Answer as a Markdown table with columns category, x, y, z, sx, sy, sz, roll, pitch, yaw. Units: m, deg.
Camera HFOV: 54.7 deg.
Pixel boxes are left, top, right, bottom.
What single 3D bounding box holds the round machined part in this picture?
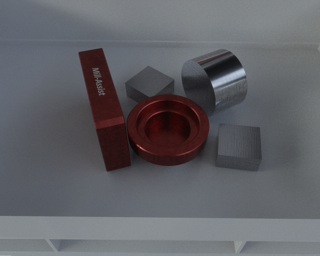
| category | x | y | z | sx | sy | sz | roll | pitch | yaw |
| --- | --- | --- | --- | --- | --- | --- | --- | --- | --- |
| round machined part | 0.009 | 0.007 | 0.385 | 0.099 | 0.042 | 0.098 | 0 | 50 | 0 |

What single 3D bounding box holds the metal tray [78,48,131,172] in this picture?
| category | x | y | z | sx | sy | sz | roll | pitch | yaw |
| --- | --- | --- | --- | --- | --- | --- | --- | --- | --- |
| metal tray | -0.068 | -0.024 | 0.380 | 0.030 | 0.089 | 0.130 | -13 | 51 | -11 |

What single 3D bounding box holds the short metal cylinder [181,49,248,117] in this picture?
| category | x | y | z | sx | sy | sz | roll | pitch | yaw |
| --- | --- | --- | --- | --- | --- | --- | --- | --- | --- |
| short metal cylinder | 0.072 | -0.061 | 0.419 | 0.050 | 0.080 | 0.080 | -23 | 54 | -18 |

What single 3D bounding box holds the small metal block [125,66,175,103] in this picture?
| category | x | y | z | sx | sy | sz | roll | pitch | yaw |
| --- | --- | --- | --- | --- | --- | --- | --- | --- | --- |
| small metal block | -0.014 | -0.059 | 0.452 | 0.050 | 0.025 | 0.050 | 32 | 57 | 25 |

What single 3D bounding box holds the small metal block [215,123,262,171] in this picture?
| category | x | y | z | sx | sy | sz | roll | pitch | yaw |
| --- | --- | --- | --- | --- | --- | --- | --- | --- | --- |
| small metal block | 0.097 | 0.023 | 0.385 | 0.050 | 0.025 | 0.050 | 6 | 50 | 7 |
